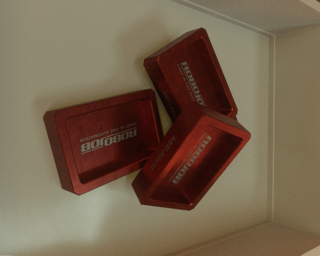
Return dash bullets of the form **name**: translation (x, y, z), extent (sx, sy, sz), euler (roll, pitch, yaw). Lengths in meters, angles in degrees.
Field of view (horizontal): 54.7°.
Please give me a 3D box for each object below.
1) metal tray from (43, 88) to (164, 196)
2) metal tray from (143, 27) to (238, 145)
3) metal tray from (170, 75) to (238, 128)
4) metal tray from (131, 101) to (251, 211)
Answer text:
- **metal tray**: translation (-0.056, 0.011, 0.357), extent (0.131, 0.030, 0.089), euler (-19, 103, -39)
- **metal tray**: translation (0.045, -0.051, 0.402), extent (0.090, 0.030, 0.130), euler (-40, 115, -29)
- **metal tray**: translation (0.067, -0.029, 0.462), extent (0.091, 0.030, 0.129), euler (-36, 112, -34)
- **metal tray**: translation (0.037, 0.039, 0.370), extent (0.091, 0.030, 0.129), euler (19, 113, -38)
